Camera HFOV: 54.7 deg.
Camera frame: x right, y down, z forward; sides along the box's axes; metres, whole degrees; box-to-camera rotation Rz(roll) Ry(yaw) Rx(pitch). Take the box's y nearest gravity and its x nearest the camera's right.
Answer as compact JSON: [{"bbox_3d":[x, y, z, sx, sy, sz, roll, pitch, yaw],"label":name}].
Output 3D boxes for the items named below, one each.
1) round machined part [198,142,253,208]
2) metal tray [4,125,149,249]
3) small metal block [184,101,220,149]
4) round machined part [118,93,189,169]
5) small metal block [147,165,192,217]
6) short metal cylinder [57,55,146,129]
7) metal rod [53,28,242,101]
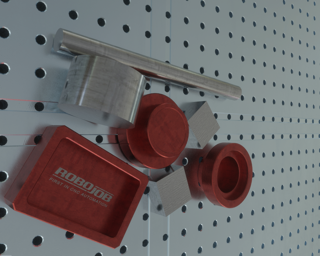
[{"bbox_3d":[0.097,0.071,0.480,0.099,0.042,0.097,0,90,-40],"label":"round machined part"},{"bbox_3d":[-0.082,0.066,0.337,0.130,0.030,0.090,38,67,-33],"label":"metal tray"},{"bbox_3d":[0.056,-0.005,0.456,0.050,0.025,0.050,-46,118,-30],"label":"small metal block"},{"bbox_3d":[-0.001,0.004,0.396,0.099,0.042,0.097,3,85,-40],"label":"round machined part"},{"bbox_3d":[0.012,0.083,0.419,0.050,0.025,0.050,-25,106,-37],"label":"small metal block"},{"bbox_3d":[-0.059,-0.035,0.323,0.080,0.080,0.050,22,76,-38],"label":"short metal cylinder"},{"bbox_3d":[0.010,-0.074,0.416,0.302,0.025,0.025,8,85,-40],"label":"metal rod"}]
